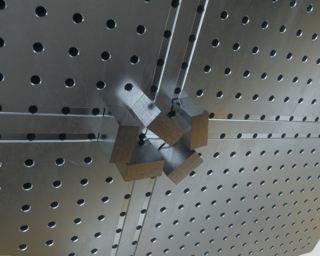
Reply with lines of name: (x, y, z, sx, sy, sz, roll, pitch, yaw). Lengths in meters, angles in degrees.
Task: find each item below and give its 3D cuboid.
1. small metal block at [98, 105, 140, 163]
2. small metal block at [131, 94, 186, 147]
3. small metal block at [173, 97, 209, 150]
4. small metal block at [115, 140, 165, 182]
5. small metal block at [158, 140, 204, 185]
small metal block: (-0.051, 0.007, 0.371, 0.025, 0.050, 0.050, 4, 117, -30)
small metal block: (-0.002, -0.010, 0.387, 0.025, 0.050, 0.050, -47, 130, 6)
small metal block: (0.040, -0.007, 0.411, 0.025, 0.050, 0.050, -15, 124, -20)
small metal block: (-0.029, 0.041, 0.404, 0.050, 0.050, 0.025, -5, 121, -26)
small metal block: (0.024, 0.043, 0.433, 0.050, 0.050, 0.025, -41, 128, -1)
